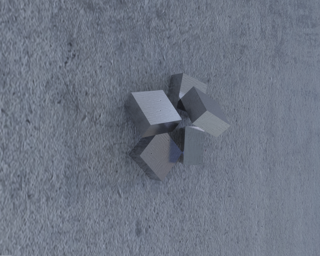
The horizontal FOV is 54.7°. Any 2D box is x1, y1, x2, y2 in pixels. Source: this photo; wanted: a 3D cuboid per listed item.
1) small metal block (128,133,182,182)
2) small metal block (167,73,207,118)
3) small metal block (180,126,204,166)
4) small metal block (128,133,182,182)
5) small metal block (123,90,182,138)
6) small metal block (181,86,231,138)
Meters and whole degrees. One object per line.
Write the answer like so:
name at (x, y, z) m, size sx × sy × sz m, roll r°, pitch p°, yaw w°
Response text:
small metal block at (-0.005, 0.033, 0.404) m, size 0.050 × 0.025 × 0.050 m, roll -53°, pitch 121°, yaw -27°
small metal block at (0.037, -0.045, 0.440) m, size 0.050 × 0.025 × 0.050 m, roll 18°, pitch 79°, yaw -39°
small metal block at (0.043, 0.024, 0.426) m, size 0.025 × 0.050 × 0.050 m, roll 4°, pitch 87°, yaw -2°
small metal block at (-0.005, 0.033, 0.404) m, size 0.050 × 0.025 × 0.050 m, roll -53°, pitch 121°, yaw -27°
small metal block at (-0.009, -0.019, 0.384) m, size 0.050 × 0.025 × 0.050 m, roll -10°, pitch 59°, yaw -40°
small metal block at (0.060, -0.021, 0.408) m, size 0.050 × 0.025 × 0.050 m, roll 27°, pitch 30°, yaw -37°
